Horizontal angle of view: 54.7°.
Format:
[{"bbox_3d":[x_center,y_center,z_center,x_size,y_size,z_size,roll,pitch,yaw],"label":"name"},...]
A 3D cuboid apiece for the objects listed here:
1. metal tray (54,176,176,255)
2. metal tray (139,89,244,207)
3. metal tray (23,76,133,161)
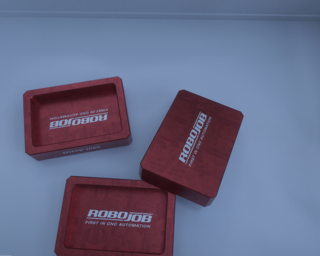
[{"bbox_3d":[-0.049,0.107,0.367,0.131,0.030,0.090,3,70,1],"label":"metal tray"},{"bbox_3d":[0.041,0.020,0.383,0.090,0.030,0.130,23,57,8],"label":"metal tray"},{"bbox_3d":[-0.108,-0.013,0.410,0.131,0.030,0.090,-10,70,-4],"label":"metal tray"}]
